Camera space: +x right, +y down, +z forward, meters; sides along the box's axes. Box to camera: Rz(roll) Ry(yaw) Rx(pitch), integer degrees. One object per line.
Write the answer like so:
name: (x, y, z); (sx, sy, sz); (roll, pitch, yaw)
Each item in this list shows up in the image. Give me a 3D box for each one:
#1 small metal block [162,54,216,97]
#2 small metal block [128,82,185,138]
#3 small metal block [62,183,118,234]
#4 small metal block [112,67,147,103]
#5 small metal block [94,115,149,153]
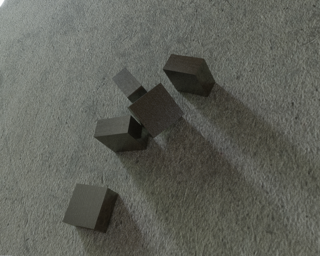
small metal block: (0.039, -0.069, 0.410); (0.050, 0.050, 0.025); (18, 71, 35)
small metal block: (-0.006, -0.022, 0.398); (0.050, 0.050, 0.025); (-39, 8, -8)
small metal block: (-0.087, 0.100, 0.388); (0.050, 0.025, 0.050); (1, 62, 29)
small metal block: (-0.035, -0.051, 0.438); (0.025, 0.050, 0.050); (-41, 51, 1)
small metal block: (-0.050, 0.009, 0.408); (0.050, 0.050, 0.025); (-7, 59, 25)
